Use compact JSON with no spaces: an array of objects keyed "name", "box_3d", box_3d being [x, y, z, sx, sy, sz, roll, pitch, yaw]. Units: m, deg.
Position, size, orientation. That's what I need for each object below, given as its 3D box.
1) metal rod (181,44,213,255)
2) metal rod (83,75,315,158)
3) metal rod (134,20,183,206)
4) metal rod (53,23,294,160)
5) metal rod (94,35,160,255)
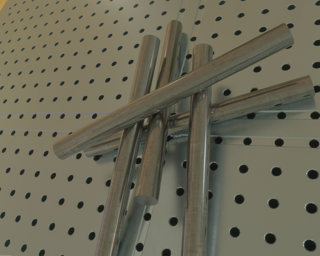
[{"name":"metal rod","box_3d":[0.042,0.039,0.340,0.025,0.025,0.299,-5,66,26]},{"name":"metal rod","box_3d":[0.033,-0.009,0.396,0.300,0.025,0.025,-16,55,19]},{"name":"metal rod","box_3d":[0.005,-0.044,0.406,0.025,0.025,0.300,-10,49,23]},{"name":"metal rod","box_3d":[0.003,-0.035,0.360,0.300,0.025,0.025,-26,53,13]},{"name":"metal rod","box_3d":[-0.038,0.019,0.388,0.025,0.025,0.299,1,71,29]}]
